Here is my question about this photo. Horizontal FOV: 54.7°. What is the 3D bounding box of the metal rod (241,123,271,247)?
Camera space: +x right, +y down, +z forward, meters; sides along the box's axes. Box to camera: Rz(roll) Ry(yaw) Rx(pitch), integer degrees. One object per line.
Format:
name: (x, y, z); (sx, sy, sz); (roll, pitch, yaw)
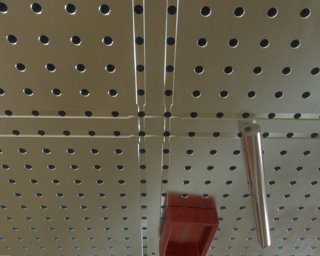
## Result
metal rod: (0.162, 0.111, 0.508); (0.025, 0.025, 0.299); (-12, 129, 10)

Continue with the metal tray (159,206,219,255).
metal tray: (0.050, 0.199, 0.578); (0.091, 0.030, 0.129); (5, 130, -5)
